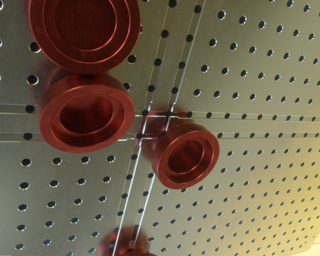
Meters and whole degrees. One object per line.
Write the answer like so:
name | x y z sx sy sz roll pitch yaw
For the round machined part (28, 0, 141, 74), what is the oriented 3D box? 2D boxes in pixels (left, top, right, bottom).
round machined part | -0.071 -0.103 0.292 0.099 0.042 0.097 -10 114 -22

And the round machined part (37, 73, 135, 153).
round machined part | -0.080 -0.020 0.334 0.099 0.042 0.097 -16 140 -14

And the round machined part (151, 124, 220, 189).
round machined part | 0.032 0.036 0.442 0.099 0.042 0.097 -14 125 -21

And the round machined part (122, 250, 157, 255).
round machined part | -0.044 0.250 0.533 0.099 0.042 0.097 -14 125 -21
